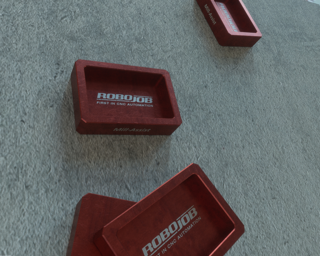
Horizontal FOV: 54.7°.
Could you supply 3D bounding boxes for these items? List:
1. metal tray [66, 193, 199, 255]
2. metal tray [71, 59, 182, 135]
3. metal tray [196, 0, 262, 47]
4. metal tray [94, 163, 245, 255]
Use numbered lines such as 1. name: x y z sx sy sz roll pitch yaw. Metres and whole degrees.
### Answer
1. metal tray: -0.024 0.124 0.312 0.131 0.030 0.090 16 55 -19
2. metal tray: -0.043 -0.037 0.399 0.131 0.030 0.090 1 61 -28
3. metal tray: 0.132 -0.219 0.604 0.091 0.030 0.130 -8 66 -32
4. metal tray: 0.014 0.103 0.305 0.131 0.030 0.090 -29 78 -38
